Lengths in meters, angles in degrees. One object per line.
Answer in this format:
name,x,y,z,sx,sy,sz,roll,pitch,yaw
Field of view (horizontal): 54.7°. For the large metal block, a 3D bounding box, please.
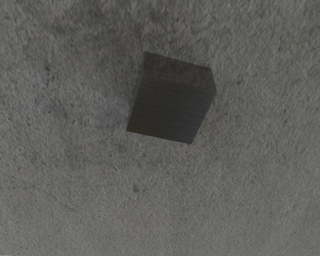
large metal block,0.010,-0.033,0.363,0.081,0.050,0.079,12,129,-11
